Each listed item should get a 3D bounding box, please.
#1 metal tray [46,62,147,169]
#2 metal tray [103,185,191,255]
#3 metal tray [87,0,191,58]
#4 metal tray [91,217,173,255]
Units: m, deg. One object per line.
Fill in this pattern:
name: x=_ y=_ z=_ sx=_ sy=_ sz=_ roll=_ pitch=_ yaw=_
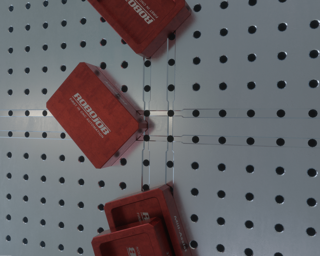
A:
metal tray: x=-0.092 y=-0.018 z=0.443 sx=0.090 sy=0.030 sz=0.130 roll=-46 pitch=76 yaw=14
metal tray: x=-0.014 y=0.151 z=0.415 sx=0.090 sy=0.030 sz=0.129 roll=-20 pitch=83 yaw=19
metal tray: x=-0.034 y=-0.172 z=0.422 sx=0.090 sy=0.030 sz=0.130 roll=-45 pitch=76 yaw=14
metal tray: x=-0.024 y=0.187 z=0.386 sx=0.090 sy=0.030 sz=0.129 roll=-20 pitch=83 yaw=18
